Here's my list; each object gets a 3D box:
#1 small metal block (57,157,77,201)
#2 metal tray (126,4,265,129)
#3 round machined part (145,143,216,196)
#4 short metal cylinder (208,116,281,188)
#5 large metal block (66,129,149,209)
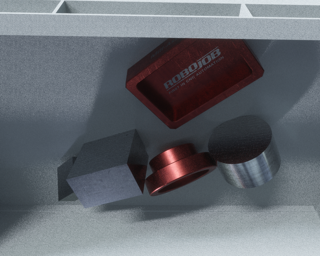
[{"bbox_3d":[-0.124,0.074,0.443,0.025,0.050,0.050,11,149,-40],"label":"small metal block"},{"bbox_3d":[0.037,-0.063,0.352,0.130,0.030,0.090,-32,124,24],"label":"metal tray"},{"bbox_3d":[0.024,0.054,0.424,0.099,0.042,0.098,-22,162,-7],"label":"round machined part"},{"bbox_3d":[0.109,0.030,0.401,0.080,0.080,0.050,-20,127,16],"label":"short metal cylinder"},{"bbox_3d":[-0.065,0.052,0.411,0.080,0.080,0.050,-16,118,12],"label":"large metal block"}]
